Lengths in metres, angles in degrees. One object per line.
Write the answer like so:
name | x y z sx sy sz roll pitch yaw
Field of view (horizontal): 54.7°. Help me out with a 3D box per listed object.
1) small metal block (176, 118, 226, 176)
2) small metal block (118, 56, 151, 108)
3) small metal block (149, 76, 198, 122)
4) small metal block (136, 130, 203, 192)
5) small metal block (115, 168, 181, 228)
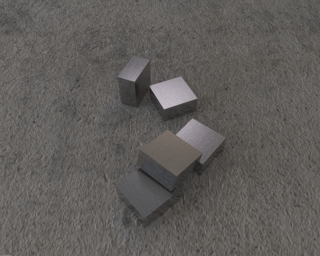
small metal block | 0.045 0.022 0.384 0.050 0.025 0.050 32 57 24
small metal block | -0.035 -0.066 0.442 0.025 0.050 0.050 18 52 14
small metal block | 0.018 -0.042 0.438 0.050 0.025 0.050 -19 53 -15
small metal block | 0.011 0.035 0.345 0.050 0.025 0.050 34 43 22
small metal block | -0.013 0.072 0.343 0.050 0.025 0.050 -33 58 -25
